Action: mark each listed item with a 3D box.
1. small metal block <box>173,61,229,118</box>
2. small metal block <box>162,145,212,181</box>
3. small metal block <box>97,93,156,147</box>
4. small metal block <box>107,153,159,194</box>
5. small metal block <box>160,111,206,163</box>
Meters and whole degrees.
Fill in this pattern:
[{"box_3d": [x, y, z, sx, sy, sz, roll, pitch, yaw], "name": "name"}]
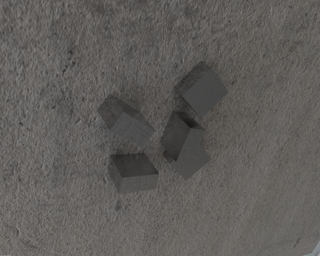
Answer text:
[{"box_3d": [0.054, -0.050, 0.406, 0.050, 0.025, 0.050, -44, 129, 2], "name": "small metal block"}, {"box_3d": [0.040, 0.042, 0.455, 0.050, 0.025, 0.050, -41, 130, -1], "name": "small metal block"}, {"box_3d": [-0.040, -0.009, 0.363, 0.050, 0.050, 0.025, 31, 101, -38], "name": "small metal block"}, {"box_3d": [-0.036, 0.058, 0.407, 0.050, 0.050, 0.025, -2, 119, -28], "name": "small metal block"}, {"box_3d": [0.029, 0.012, 0.414, 0.025, 0.050, 0.050, 8, 114, -32], "name": "small metal block"}]
